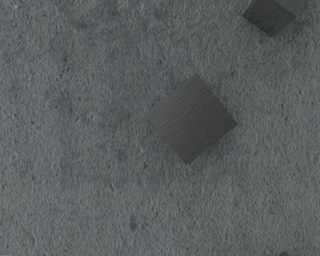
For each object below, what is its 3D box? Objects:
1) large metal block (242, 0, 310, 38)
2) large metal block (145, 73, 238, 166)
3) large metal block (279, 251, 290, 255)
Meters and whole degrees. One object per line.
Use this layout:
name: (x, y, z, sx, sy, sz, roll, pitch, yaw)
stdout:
large metal block: (0.156, -0.170, 0.383, 0.050, 0.080, 0.080, 37, 90, 0)
large metal block: (0.038, -0.011, 0.398, 0.080, 0.050, 0.080, -39, 90, 0)
large metal block: (0.164, 0.225, 0.399, 0.080, 0.050, 0.080, -38, 90, 0)
